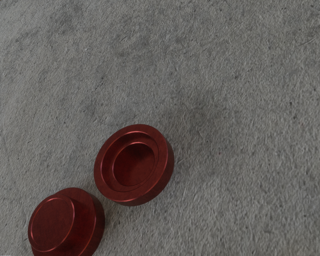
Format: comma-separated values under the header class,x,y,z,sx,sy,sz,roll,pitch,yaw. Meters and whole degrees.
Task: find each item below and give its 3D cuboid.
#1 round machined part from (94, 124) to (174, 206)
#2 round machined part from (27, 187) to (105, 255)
class,x,y,z,sx,sy,sz,roll,pitch,yaw
round machined part,-0.028,0.048,0.377,0.098,0.042,0.098,-13,56,20
round machined part,-0.121,0.120,0.381,0.098,0.042,0.098,-13,56,20
